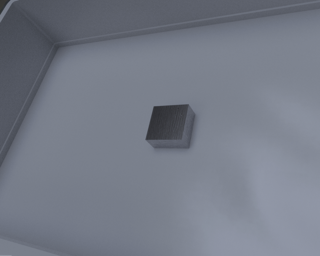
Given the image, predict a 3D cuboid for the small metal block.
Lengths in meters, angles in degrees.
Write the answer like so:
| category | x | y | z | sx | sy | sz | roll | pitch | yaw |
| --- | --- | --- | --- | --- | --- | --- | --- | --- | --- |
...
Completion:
| category | x | y | z | sx | sy | sz | roll | pitch | yaw |
| --- | --- | --- | --- | --- | --- | --- | --- | --- | --- |
| small metal block | 0.014 | -0.002 | 0.400 | 0.050 | 0.025 | 0.050 | -1 | 61 | 27 |
